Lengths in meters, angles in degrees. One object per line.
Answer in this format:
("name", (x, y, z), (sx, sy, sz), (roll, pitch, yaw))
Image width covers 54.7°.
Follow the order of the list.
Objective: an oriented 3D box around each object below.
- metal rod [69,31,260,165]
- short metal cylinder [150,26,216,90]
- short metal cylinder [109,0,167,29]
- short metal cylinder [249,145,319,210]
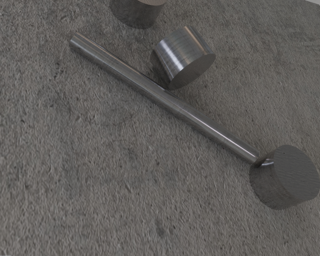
("metal rod", (0.011, -0.038, 0.432), (0.301, 0.025, 0.025), (33, 52, -7))
("short metal cylinder", (0.033, -0.099, 0.447), (0.081, 0.080, 0.050), (-25, 76, -37))
("short metal cylinder", (-0.035, -0.206, 0.495), (0.081, 0.050, 0.080), (14, 56, -21))
("short metal cylinder", (0.176, 0.070, 0.439), (0.081, 0.050, 0.080), (14, 56, -21))
